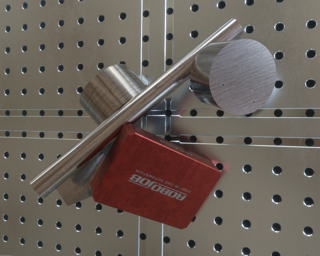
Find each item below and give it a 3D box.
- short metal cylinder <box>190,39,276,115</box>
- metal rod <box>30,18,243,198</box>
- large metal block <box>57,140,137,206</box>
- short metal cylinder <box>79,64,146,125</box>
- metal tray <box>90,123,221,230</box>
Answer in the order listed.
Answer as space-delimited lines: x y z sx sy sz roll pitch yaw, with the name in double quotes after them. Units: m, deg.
0.081 -0.058 0.349 0.081 0.050 0.079 -4 104 -17 "short metal cylinder"
-0.021 -0.028 0.362 0.301 0.025 0.025 -40 77 -7 "metal rod"
-0.085 0.051 0.412 0.080 0.080 0.050 -41 77 15 "large metal block"
-0.055 -0.036 0.402 0.080 0.080 0.050 -45 76 14 "short metal cylinder"
-0.003 0.061 0.368 0.131 0.030 0.090 26 101 -25 "metal tray"
